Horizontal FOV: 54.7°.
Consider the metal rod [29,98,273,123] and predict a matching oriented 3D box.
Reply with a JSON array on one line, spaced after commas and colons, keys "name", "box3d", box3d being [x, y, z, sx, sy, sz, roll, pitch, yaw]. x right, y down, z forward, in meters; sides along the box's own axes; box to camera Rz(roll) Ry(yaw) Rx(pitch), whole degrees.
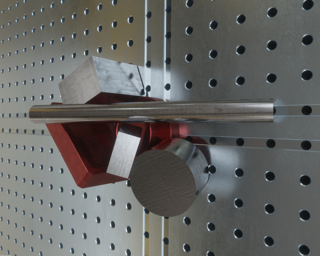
[{"name": "metal rod", "box3d": [-0.026, -0.018, 0.367, 0.301, 0.025, 0.025, 0, 90, 20]}]

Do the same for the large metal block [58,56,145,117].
[{"name": "large metal block", "box3d": [-0.082, -0.053, 0.436, 0.080, 0.081, 0.050, -27, 74, 36]}]

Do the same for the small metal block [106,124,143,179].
[{"name": "small metal block", "box3d": [-0.041, 0.025, 0.368, 0.025, 0.050, 0.050, 17, 102, -5]}]

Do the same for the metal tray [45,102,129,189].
[{"name": "metal tray", "box3d": [-0.100, 0.020, 0.446, 0.030, 0.091, 0.130, -51, 61, 28]}]

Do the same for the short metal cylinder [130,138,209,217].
[{"name": "short metal cylinder", "box3d": [0.012, 0.057, 0.366, 0.080, 0.050, 0.079, 6, 105, 23]}]

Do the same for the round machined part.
[{"name": "round machined part", "box3d": [-0.024, 0.006, 0.420, 0.098, 0.042, 0.097, 0, 90, 39]}]
